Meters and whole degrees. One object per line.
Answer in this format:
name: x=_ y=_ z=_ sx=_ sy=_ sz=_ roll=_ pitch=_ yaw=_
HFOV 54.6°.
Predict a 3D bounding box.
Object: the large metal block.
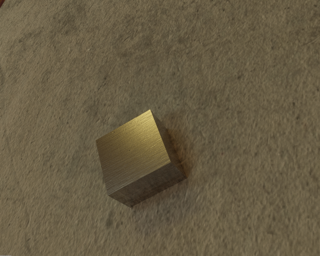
large metal block: x=-0.024 y=0.038 z=0.379 sx=0.080 sy=0.050 sz=0.080 roll=-29 pitch=52 yaw=10
